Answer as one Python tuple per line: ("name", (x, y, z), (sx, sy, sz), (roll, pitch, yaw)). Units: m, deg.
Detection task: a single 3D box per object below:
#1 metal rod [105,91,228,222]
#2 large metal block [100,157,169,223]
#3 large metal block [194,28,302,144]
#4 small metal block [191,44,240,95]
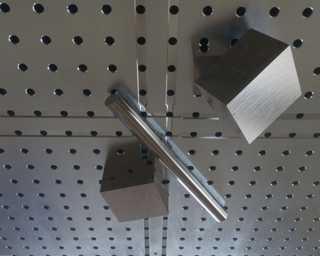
("metal rod", (0.024, 0.058, 0.461), (0.025, 0.025, 0.300), (-27, 126, 21))
("large metal block", (-0.036, 0.096, 0.477), (0.080, 0.050, 0.080), (-12, 129, 10))
("large metal block", (0.096, -0.042, 0.329), (0.080, 0.050, 0.080), (-44, 138, 0))
("small metal block", (0.062, -0.067, 0.356), (0.050, 0.025, 0.050), (-3, 130, 2))
